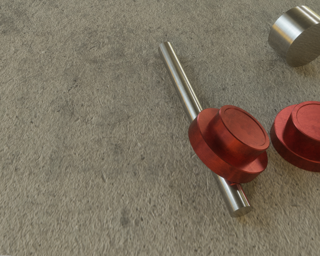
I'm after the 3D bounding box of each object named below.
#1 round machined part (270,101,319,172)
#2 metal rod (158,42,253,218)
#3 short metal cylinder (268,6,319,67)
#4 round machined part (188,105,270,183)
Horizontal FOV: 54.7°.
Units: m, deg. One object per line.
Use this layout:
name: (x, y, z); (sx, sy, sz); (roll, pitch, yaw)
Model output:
round machined part: (0.195, 0.004, 0.392); (0.099, 0.042, 0.098); (0, 50, 0)
metal rod: (0.048, -0.022, 0.421); (0.025, 0.025, 0.300); (-12, 51, -10)
short metal cylinder: (0.222, -0.144, 0.492); (0.081, 0.080, 0.050); (-16, 52, -13)
round machined part: (0.086, 0.011, 0.357); (0.099, 0.042, 0.098); (22, 38, -18)
